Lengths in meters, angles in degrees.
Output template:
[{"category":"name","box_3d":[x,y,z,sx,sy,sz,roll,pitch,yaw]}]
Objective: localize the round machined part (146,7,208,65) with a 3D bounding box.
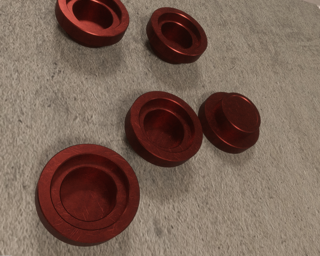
[{"category":"round machined part","box_3d":[0.023,-0.141,0.493,0.099,0.042,0.098,14,56,-21]}]

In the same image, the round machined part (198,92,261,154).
[{"category":"round machined part","box_3d":[0.110,-0.014,0.463,0.099,0.042,0.098,14,56,-21]}]

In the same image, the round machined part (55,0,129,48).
[{"category":"round machined part","box_3d":[-0.097,-0.152,0.435,0.099,0.042,0.098,14,56,-21]}]

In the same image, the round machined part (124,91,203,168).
[{"category":"round machined part","box_3d":[0.001,0.005,0.392,0.099,0.042,0.098,14,56,-21]}]

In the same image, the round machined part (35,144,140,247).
[{"category":"round machined part","box_3d":[-0.074,0.068,0.312,0.099,0.042,0.098,14,56,-21]}]
